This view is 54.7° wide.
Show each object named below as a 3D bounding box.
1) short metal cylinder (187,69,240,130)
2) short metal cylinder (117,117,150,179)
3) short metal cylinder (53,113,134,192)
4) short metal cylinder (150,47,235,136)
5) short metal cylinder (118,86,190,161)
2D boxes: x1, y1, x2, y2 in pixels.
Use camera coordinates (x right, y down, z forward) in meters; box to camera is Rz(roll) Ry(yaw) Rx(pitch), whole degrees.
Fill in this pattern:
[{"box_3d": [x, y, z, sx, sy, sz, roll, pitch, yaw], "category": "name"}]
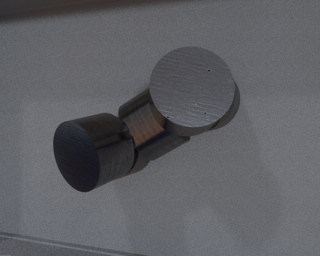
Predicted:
[{"box_3d": [0.054, -0.037, 0.376, 0.080, 0.050, 0.079, 0, 90, 19], "category": "short metal cylinder"}, {"box_3d": [-0.055, 0.025, 0.414, 0.080, 0.050, 0.079, 0, 90, 19], "category": "short metal cylinder"}, {"box_3d": [-0.076, 0.026, 0.353, 0.080, 0.050, 0.079, 12, 110, 37], "category": "short metal cylinder"}, {"box_3d": [0.030, -0.035, 0.315, 0.081, 0.050, 0.080, 1, 78, -2], "category": "short metal cylinder"}, {"box_3d": [-0.006, -0.007, 0.381, 0.050, 0.080, 0.080, -31, 80, 17], "category": "short metal cylinder"}]
